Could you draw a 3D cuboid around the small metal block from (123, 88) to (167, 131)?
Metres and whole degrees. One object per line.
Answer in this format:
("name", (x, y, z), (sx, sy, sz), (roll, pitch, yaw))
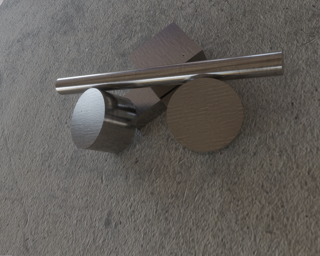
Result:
("small metal block", (-0.025, -0.033, 0.439), (0.050, 0.025, 0.050), (-36, 51, 2))

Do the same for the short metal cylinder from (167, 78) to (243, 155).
("short metal cylinder", (0.051, -0.011, 0.351), (0.080, 0.050, 0.080), (-2, 81, 10))

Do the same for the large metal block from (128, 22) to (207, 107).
("large metal block", (0.014, -0.089, 0.434), (0.080, 0.050, 0.080), (-36, 51, 4))

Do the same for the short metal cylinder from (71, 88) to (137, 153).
("short metal cylinder", (-0.076, -0.008, 0.416), (0.080, 0.050, 0.080), (-14, 69, 44))

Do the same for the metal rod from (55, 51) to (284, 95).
("metal rod", (-0.009, -0.063, 0.382), (0.300, 0.025, 0.025), (-1, 61, 27))

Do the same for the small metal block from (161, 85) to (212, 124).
("small metal block", (0.038, -0.031, 0.404), (0.050, 0.025, 0.050), (-37, 51, 3))
